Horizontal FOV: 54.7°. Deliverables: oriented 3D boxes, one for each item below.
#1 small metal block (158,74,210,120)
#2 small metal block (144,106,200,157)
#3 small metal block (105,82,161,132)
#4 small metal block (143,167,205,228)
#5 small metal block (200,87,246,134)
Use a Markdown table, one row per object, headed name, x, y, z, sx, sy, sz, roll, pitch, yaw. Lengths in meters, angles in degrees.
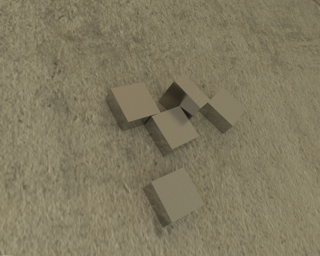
| name | x | y | z | sx | sy | sz | roll | pitch | yaw |
| --- | --- | --- | --- | --- | --- | --- | --- | --- | --- |
| small metal block | 0.033 | -0.038 | 0.430 | 0.050 | 0.050 | 0.025 | 47 | 51 | 4 |
| small metal block | 0.016 | 0.004 | 0.412 | 0.050 | 0.025 | 0.050 | -22 | 74 | -36 |
| small metal block | -0.036 | -0.029 | 0.403 | 0.050 | 0.025 | 0.050 | -18 | 71 | -35 |
| small metal block | 0.016 | 0.081 | 0.365 | 0.050 | 0.025 | 0.050 | -18 | 71 | -35 |
| small metal block | 0.096 | -0.028 | 0.475 | 0.050 | 0.025 | 0.050 | 44 | 51 | 2 |
